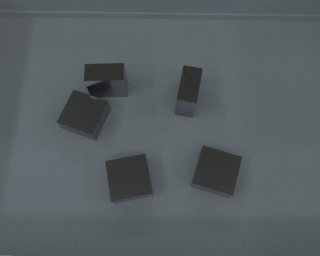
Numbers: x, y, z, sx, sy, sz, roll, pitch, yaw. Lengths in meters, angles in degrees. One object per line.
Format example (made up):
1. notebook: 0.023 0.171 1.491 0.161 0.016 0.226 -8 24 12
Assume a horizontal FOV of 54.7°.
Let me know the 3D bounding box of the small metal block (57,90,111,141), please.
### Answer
1. small metal block: -0.101 -0.017 0.415 0.050 0.025 0.050 19 71 7

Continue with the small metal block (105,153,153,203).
1. small metal block: -0.038 0.063 0.386 0.050 0.025 0.050 -11 70 -4

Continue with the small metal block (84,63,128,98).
1. small metal block: -0.071 -0.063 0.419 0.050 0.050 0.025 -2 70 -1

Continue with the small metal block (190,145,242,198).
1. small metal block: 0.070 0.055 0.390 0.050 0.025 0.050 17 71 6

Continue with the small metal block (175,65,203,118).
1. small metal block: 0.038 -0.047 0.414 0.025 0.050 0.050 11 70 4
